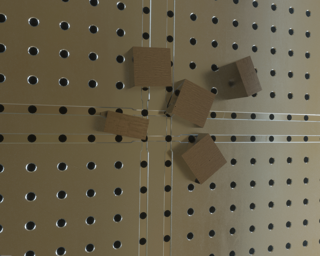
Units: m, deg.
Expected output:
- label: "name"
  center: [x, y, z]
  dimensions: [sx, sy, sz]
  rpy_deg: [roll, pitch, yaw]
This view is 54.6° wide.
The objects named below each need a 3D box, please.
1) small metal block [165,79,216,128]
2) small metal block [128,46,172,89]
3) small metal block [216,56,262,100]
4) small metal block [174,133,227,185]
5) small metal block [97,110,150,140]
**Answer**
- label: "small metal block"
  center: [0.042, -0.033, 0.428]
  dimensions: [0.050, 0.025, 0.050]
  rpy_deg: [24, 82, -19]
- label: "small metal block"
  center: [-0.013, -0.078, 0.407]
  dimensions: [0.050, 0.025, 0.050]
  rpy_deg: [-3, 91, -20]
- label: "small metal block"
  center: [0.111, -0.070, 0.440]
  dimensions: [0.025, 0.050, 0.050]
  rpy_deg: [-25, 99, -18]
- label: "small metal block"
  center: [0.057, 0.042, 0.433]
  dimensions: [0.050, 0.025, 0.050]
  rpy_deg: [-37, 102, -16]
- label: "small metal block"
  center: [-0.046, -0.003, 0.382]
  dimensions: [0.050, 0.050, 0.025]
  rpy_deg: [12, 86, -20]
